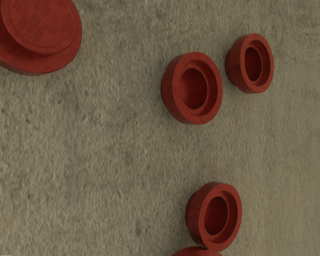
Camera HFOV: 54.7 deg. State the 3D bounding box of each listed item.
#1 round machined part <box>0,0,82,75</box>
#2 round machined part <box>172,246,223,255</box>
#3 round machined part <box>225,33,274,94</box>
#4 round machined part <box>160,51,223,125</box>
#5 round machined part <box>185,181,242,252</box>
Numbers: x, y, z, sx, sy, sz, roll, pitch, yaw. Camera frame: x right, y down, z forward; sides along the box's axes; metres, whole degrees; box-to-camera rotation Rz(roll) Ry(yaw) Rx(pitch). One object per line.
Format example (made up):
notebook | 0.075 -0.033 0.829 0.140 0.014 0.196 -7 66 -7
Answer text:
round machined part | -0.119 -0.101 0.295 0.099 0.042 0.097 0 90 -40
round machined part | 0.044 0.199 0.415 0.099 0.042 0.097 -8 118 -14
round machined part | 0.146 -0.106 0.519 0.099 0.042 0.097 0 90 -40
round machined part | 0.040 -0.053 0.429 0.099 0.042 0.097 0 90 -40
round machined part | 0.076 0.128 0.460 0.099 0.042 0.097 0 90 -40
